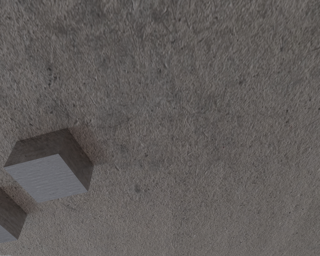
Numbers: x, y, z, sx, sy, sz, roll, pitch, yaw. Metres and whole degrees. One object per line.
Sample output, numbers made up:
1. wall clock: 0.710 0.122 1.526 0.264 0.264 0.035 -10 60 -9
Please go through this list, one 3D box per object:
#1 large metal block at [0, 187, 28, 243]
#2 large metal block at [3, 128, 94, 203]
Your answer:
1. large metal block: -0.286 0.150 0.516 0.080 0.050 0.080 -13 129 11
2. large metal block: -0.151 0.054 0.435 0.080 0.050 0.080 -14 129 12
